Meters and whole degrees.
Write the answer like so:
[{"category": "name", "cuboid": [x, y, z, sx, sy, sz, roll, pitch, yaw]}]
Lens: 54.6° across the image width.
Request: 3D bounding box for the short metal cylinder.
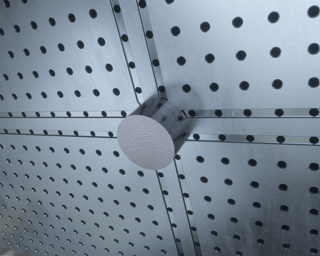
[{"category": "short metal cylinder", "cuboid": [-0.008, 0.008, 0.405, 0.080, 0.050, 0.080, 13, 124, 21]}]
